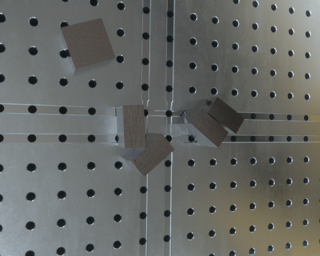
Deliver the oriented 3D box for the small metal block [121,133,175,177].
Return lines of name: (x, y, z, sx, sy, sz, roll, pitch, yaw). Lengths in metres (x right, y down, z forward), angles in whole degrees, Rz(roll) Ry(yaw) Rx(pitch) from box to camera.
small metal block: (-0.016, 0.032, 0.393, 0.050, 0.050, 0.025, -41, 103, -15)

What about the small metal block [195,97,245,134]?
small metal block: (0.079, -0.016, 0.428, 0.050, 0.050, 0.025, 35, 79, -17)

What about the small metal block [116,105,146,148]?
small metal block: (-0.037, -0.002, 0.385, 0.025, 0.050, 0.050, -3, 91, -17)

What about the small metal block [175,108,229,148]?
small metal block: (0.056, 0.000, 0.420, 0.050, 0.050, 0.025, 40, 77, -16)

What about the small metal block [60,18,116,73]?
small metal block: (-0.089, -0.101, 0.380, 0.050, 0.025, 0.050, -21, 97, -19)
